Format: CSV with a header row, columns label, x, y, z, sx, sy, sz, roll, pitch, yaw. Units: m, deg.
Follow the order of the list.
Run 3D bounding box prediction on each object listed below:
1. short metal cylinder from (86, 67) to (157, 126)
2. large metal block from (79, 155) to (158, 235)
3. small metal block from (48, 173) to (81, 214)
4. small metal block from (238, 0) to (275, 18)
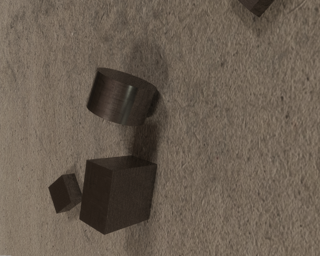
label,x,y,z,sx,sy,sz,roll,pitch,yaw
short metal cylinder,-0.051,-0.042,0.409,0.080,0.081,0.050,32,110,35
large metal block,-0.054,0.084,0.411,0.050,0.081,0.079,14,99,39
small metal block,-0.164,0.113,0.537,0.050,0.025,0.050,-39,67,33
small metal block,0.100,-0.153,0.321,0.050,0.025,0.050,-49,61,28
